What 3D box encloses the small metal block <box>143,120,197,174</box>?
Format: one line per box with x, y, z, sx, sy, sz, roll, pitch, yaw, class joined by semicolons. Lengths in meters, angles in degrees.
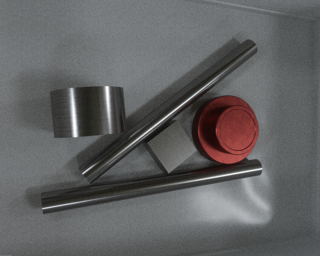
0.013;0.024;0.414;0.050;0.025;0.050;-37;102;-16;small metal block

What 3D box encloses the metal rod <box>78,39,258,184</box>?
0.022;-0.031;0.418;0.301;0.025;0.025;-38;103;-16;metal rod

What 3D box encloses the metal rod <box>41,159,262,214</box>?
0.004;0.073;0.412;0.303;0.025;0.025;-6;92;-20;metal rod

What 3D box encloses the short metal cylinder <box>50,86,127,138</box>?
-0.080;-0.018;0.351;0.081;0.080;0.050;-5;92;-20;short metal cylinder

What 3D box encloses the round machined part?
0.099;0.002;0.436;0.099;0.042;0.097;0;90;-21;round machined part
